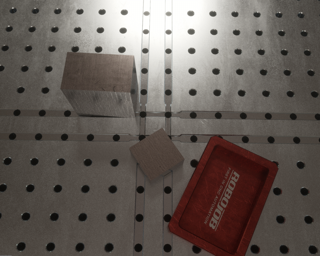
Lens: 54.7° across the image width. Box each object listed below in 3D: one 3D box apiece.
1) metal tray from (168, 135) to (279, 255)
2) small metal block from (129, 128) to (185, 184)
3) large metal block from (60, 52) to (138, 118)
[{"bbox_3d":[0.077,0.085,0.378,0.090,0.030,0.130,26,72,8],"label":"metal tray"},{"bbox_3d":[-0.004,0.036,0.399,0.050,0.025,0.050,-32,73,-11],"label":"small metal block"},{"bbox_3d":[-0.073,-0.053,0.401,0.081,0.080,0.050,3,70,1],"label":"large metal block"}]
